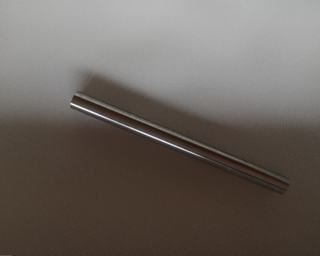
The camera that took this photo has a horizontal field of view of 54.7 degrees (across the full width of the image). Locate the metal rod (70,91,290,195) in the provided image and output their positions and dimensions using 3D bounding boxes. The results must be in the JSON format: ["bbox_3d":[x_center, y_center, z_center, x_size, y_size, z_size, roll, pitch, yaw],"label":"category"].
[{"bbox_3d":[0.027,0.020,0.411,0.301,0.025,0.025,22,90,-1],"label":"metal rod"}]
